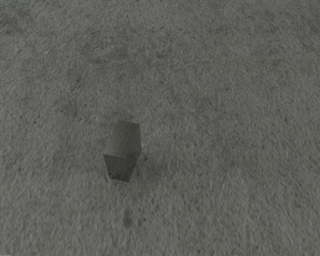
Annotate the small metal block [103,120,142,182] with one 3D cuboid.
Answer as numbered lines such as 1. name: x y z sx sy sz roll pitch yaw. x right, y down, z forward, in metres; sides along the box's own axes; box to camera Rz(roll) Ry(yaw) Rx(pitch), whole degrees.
1. small metal block: -0.042 0.027 0.364 0.025 0.050 0.050 11 51 9
